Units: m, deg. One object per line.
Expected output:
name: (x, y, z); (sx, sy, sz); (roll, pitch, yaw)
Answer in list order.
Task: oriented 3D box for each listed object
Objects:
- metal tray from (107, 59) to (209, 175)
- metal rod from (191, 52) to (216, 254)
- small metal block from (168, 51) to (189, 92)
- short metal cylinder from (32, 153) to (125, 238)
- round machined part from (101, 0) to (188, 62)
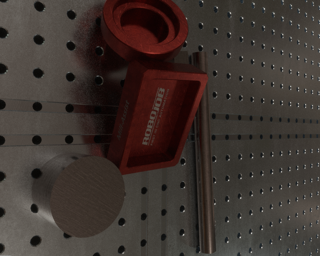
metal tray: (-0.004, -0.011, 0.361); (0.091, 0.030, 0.129); (-4, 122, -37)
metal rod: (0.066, 0.038, 0.466); (0.025, 0.025, 0.298); (-5, 93, -40)
small metal block: (0.012, -0.071, 0.405); (0.025, 0.050, 0.050); (-12, 98, -40)
short metal cylinder: (-0.084, 0.067, 0.324); (0.081, 0.050, 0.079); (0, 90, -40)
round machined part: (-0.020, -0.113, 0.363); (0.099, 0.042, 0.098); (8, 62, -14)
